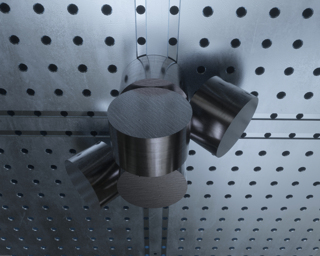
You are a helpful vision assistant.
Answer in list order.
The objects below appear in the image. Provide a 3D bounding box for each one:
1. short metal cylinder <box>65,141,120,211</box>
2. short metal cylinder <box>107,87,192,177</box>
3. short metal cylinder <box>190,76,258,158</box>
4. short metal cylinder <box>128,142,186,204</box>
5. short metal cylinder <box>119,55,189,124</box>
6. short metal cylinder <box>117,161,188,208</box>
[{"bbox_3d":[-0.085,0.065,0.422,0.050,0.080,0.079,-33,139,-31],"label":"short metal cylinder"},{"bbox_3d":[-0.010,0.002,0.310,0.081,0.080,0.050,0,130,-1],"label":"short metal cylinder"},{"bbox_3d":[0.068,-0.013,0.356,0.050,0.081,0.079,35,134,24],"label":"short metal cylinder"},{"bbox_3d":[-0.005,0.066,0.451,0.081,0.050,0.079,-1,131,0],"label":"short metal cylinder"},{"bbox_3d":[-0.008,-0.037,0.363,0.081,0.050,0.079,0,131,0],"label":"short metal cylinder"},{"bbox_3d":[-0.009,0.052,0.373,0.081,0.050,0.079,0,130,0],"label":"short metal cylinder"}]
